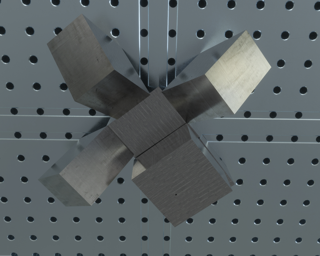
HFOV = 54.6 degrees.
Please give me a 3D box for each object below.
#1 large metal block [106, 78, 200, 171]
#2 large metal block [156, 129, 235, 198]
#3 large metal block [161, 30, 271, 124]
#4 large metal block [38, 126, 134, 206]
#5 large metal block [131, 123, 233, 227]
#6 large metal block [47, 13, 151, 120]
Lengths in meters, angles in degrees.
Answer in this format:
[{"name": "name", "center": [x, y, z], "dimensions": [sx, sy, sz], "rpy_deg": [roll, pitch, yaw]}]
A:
[{"name": "large metal block", "center": [-0.008, -0.004, 0.398], "dimensions": [0.080, 0.050, 0.080], "rpy_deg": [-36, 106, 12]}, {"name": "large metal block", "center": [0.041, 0.057, 0.420], "dimensions": [0.080, 0.050, 0.080], "rpy_deg": [-35, 105, 11]}, {"name": "large metal block", "center": [0.062, -0.054, 0.348], "dimensions": [0.050, 0.080, 0.080], "rpy_deg": [50, 63, -16]}, {"name": "large metal block", "center": [-0.093, 0.049, 0.385], "dimensions": [0.050, 0.080, 0.080], "rpy_deg": [51, 144, -15]}, {"name": "large metal block", "center": [0.025, 0.055, 0.366], "dimensions": [0.080, 0.050, 0.080], "rpy_deg": [-36, 107, 11]}, {"name": "large metal block", "center": [-0.065, -0.064, 0.344], "dimensions": [0.050, 0.080, 0.080], "rpy_deg": [-36, 67, 12]}]
